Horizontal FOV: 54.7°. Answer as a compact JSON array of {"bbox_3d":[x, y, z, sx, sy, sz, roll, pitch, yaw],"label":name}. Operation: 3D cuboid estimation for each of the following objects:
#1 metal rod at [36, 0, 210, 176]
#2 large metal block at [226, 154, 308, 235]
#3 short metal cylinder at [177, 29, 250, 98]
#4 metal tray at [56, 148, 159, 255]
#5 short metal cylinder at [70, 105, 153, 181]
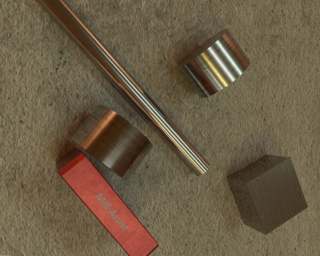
[{"bbox_3d":[-0.038,-0.050,0.394,0.025,0.025,0.300,-46,104,-14],"label":"metal rod"},{"bbox_3d":[0.156,0.094,0.453,0.081,0.050,0.080,-25,98,-18],"label":"large metal block"},{"bbox_3d":[0.069,-0.084,0.405,0.080,0.080,0.050,-43,104,-15],"label":"short metal cylinder"},{"bbox_3d":[-0.063,0.084,0.351,0.030,0.090,0.130,-40,103,-16],"label":"metal tray"},{"bbox_3d":[-0.055,0.018,0.359,0.080,0.080,0.050,41,77,-16],"label":"short metal cylinder"}]
